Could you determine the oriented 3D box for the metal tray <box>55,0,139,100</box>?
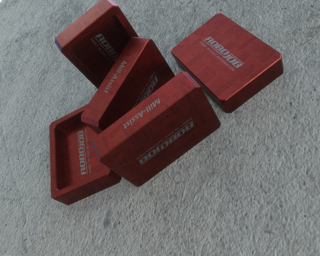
[{"bbox_3d":[-0.068,-0.101,0.434,0.090,0.130,0.030,-40,52,1],"label":"metal tray"}]

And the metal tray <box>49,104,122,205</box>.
[{"bbox_3d":[-0.109,0.031,0.438,0.090,0.030,0.130,-25,53,12],"label":"metal tray"}]

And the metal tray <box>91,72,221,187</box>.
[{"bbox_3d":[0.000,0.006,0.359,0.130,0.090,0.030,-37,51,3],"label":"metal tray"}]

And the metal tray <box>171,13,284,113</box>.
[{"bbox_3d":[0.085,-0.091,0.412,0.090,0.030,0.130,-38,51,2],"label":"metal tray"}]

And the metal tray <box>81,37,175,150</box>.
[{"bbox_3d":[-0.035,-0.041,0.405,0.030,0.090,0.130,18,71,35],"label":"metal tray"}]
